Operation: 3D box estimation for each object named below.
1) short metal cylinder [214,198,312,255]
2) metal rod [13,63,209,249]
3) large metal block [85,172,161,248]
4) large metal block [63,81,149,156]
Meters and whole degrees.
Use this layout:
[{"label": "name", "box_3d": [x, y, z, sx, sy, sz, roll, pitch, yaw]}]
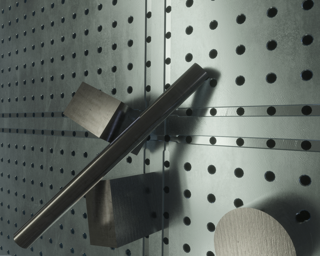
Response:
[{"label": "short metal cylinder", "box_3d": [0.102, 0.114, 0.308, 0.080, 0.050, 0.079, 0, 90, 39]}, {"label": "metal rod", "box_3d": [-0.059, 0.034, 0.374, 0.300, 0.025, 0.025, -43, 61, 2]}, {"label": "large metal block", "box_3d": [-0.048, 0.105, 0.411, 0.050, 0.081, 0.080, -12, 83, 39]}, {"label": "large metal block", "box_3d": [-0.067, -0.012, 0.418, 0.080, 0.080, 0.050, 28, 86, 36]}]
